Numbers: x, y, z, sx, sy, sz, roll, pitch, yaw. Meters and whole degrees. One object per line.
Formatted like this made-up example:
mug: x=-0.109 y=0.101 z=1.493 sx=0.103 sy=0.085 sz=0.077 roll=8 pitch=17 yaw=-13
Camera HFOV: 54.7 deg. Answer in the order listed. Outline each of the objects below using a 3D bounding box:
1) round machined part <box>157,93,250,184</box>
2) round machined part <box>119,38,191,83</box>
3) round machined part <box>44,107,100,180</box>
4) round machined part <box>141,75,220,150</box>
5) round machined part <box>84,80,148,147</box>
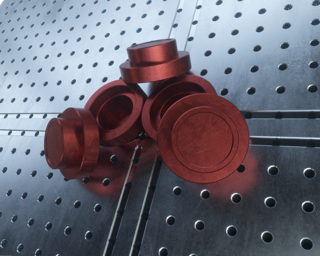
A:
round machined part: x=0.046 y=0.011 z=0.331 sx=0.099 sy=0.042 sz=0.097 roll=0 pitch=91 yaw=3
round machined part: x=-0.008 y=-0.096 z=0.426 sx=0.099 sy=0.042 sz=0.098 roll=-10 pitch=21 yaw=4
round machined part: x=-0.124 y=0.021 z=0.418 sx=0.098 sy=0.042 sz=0.097 roll=-3 pitch=86 yaw=50
round machined part: x=0.030 y=-0.015 z=0.390 sx=0.098 sy=0.042 sz=0.098 roll=-13 pitch=56 yaw=20
round machined part: x=-0.058 y=-0.017 z=0.435 sx=0.098 sy=0.042 sz=0.098 roll=-13 pitch=56 yaw=20
